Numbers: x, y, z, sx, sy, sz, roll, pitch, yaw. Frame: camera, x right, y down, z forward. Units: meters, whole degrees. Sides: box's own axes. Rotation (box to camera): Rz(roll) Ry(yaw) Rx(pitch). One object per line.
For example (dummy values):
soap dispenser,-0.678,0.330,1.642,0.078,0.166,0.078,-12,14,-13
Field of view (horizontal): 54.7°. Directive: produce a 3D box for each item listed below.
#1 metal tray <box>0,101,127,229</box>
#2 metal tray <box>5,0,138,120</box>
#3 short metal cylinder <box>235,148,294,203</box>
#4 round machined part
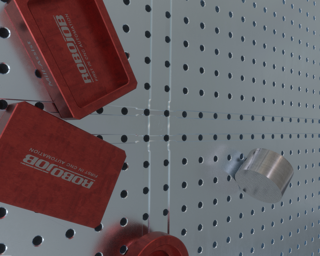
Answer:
metal tray,-0.106,0.041,0.317,0.130,0.030,0.090,32,70,-36
metal tray,-0.088,-0.084,0.331,0.091,0.030,0.129,-35,112,-34
short metal cylinder,0.175,0.080,0.520,0.050,0.080,0.080,-48,119,-29
round machined part,-0.012,0.179,0.389,0.099,0.042,0.097,0,90,-40
